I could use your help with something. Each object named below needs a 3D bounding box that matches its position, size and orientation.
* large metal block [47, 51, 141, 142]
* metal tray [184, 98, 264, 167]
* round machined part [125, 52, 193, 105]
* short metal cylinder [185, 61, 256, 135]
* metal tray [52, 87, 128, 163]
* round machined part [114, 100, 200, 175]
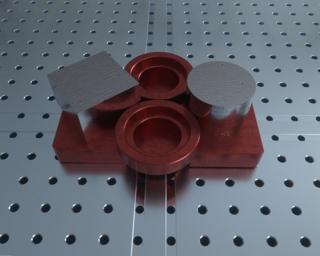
[{"bbox_3d":[-0.080,-0.042,0.387,0.081,0.050,0.080,-30,56,-23],"label":"large metal block"},{"bbox_3d":[0.078,-0.011,0.411,0.091,0.030,0.130,1,50,0],"label":"metal tray"},{"bbox_3d":[-0.001,-0.061,0.435,0.099,0.042,0.098,0,50,0],"label":"round machined part"},{"bbox_3d":[0.072,-0.038,0.384,0.081,0.050,0.080,0,50,0],"label":"short metal cylinder"},{"bbox_3d":[-0.082,-0.015,0.416,0.091,0.030,0.130,1,50,-1],"label":"metal tray"},{"bbox_3d":[-0.003,0.015,0.372,0.099,0.042,0.098,0,50,0],"label":"round machined part"}]
